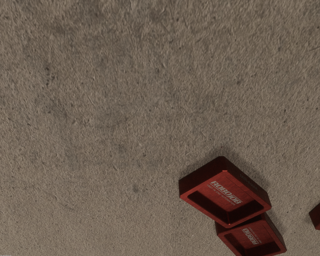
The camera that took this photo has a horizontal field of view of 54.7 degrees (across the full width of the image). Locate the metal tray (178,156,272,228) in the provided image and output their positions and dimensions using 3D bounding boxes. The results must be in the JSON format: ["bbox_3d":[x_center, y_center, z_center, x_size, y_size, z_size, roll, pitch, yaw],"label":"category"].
[{"bbox_3d":[0.104,0.107,0.496,0.090,0.030,0.130,-36,122,26],"label":"metal tray"}]

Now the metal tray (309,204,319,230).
[{"bbox_3d":[0.343,0.150,0.536,0.131,0.030,0.089,14,129,-12],"label":"metal tray"}]

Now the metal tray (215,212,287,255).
[{"bbox_3d":[0.171,0.202,0.578,0.090,0.030,0.130,-25,126,19],"label":"metal tray"}]
